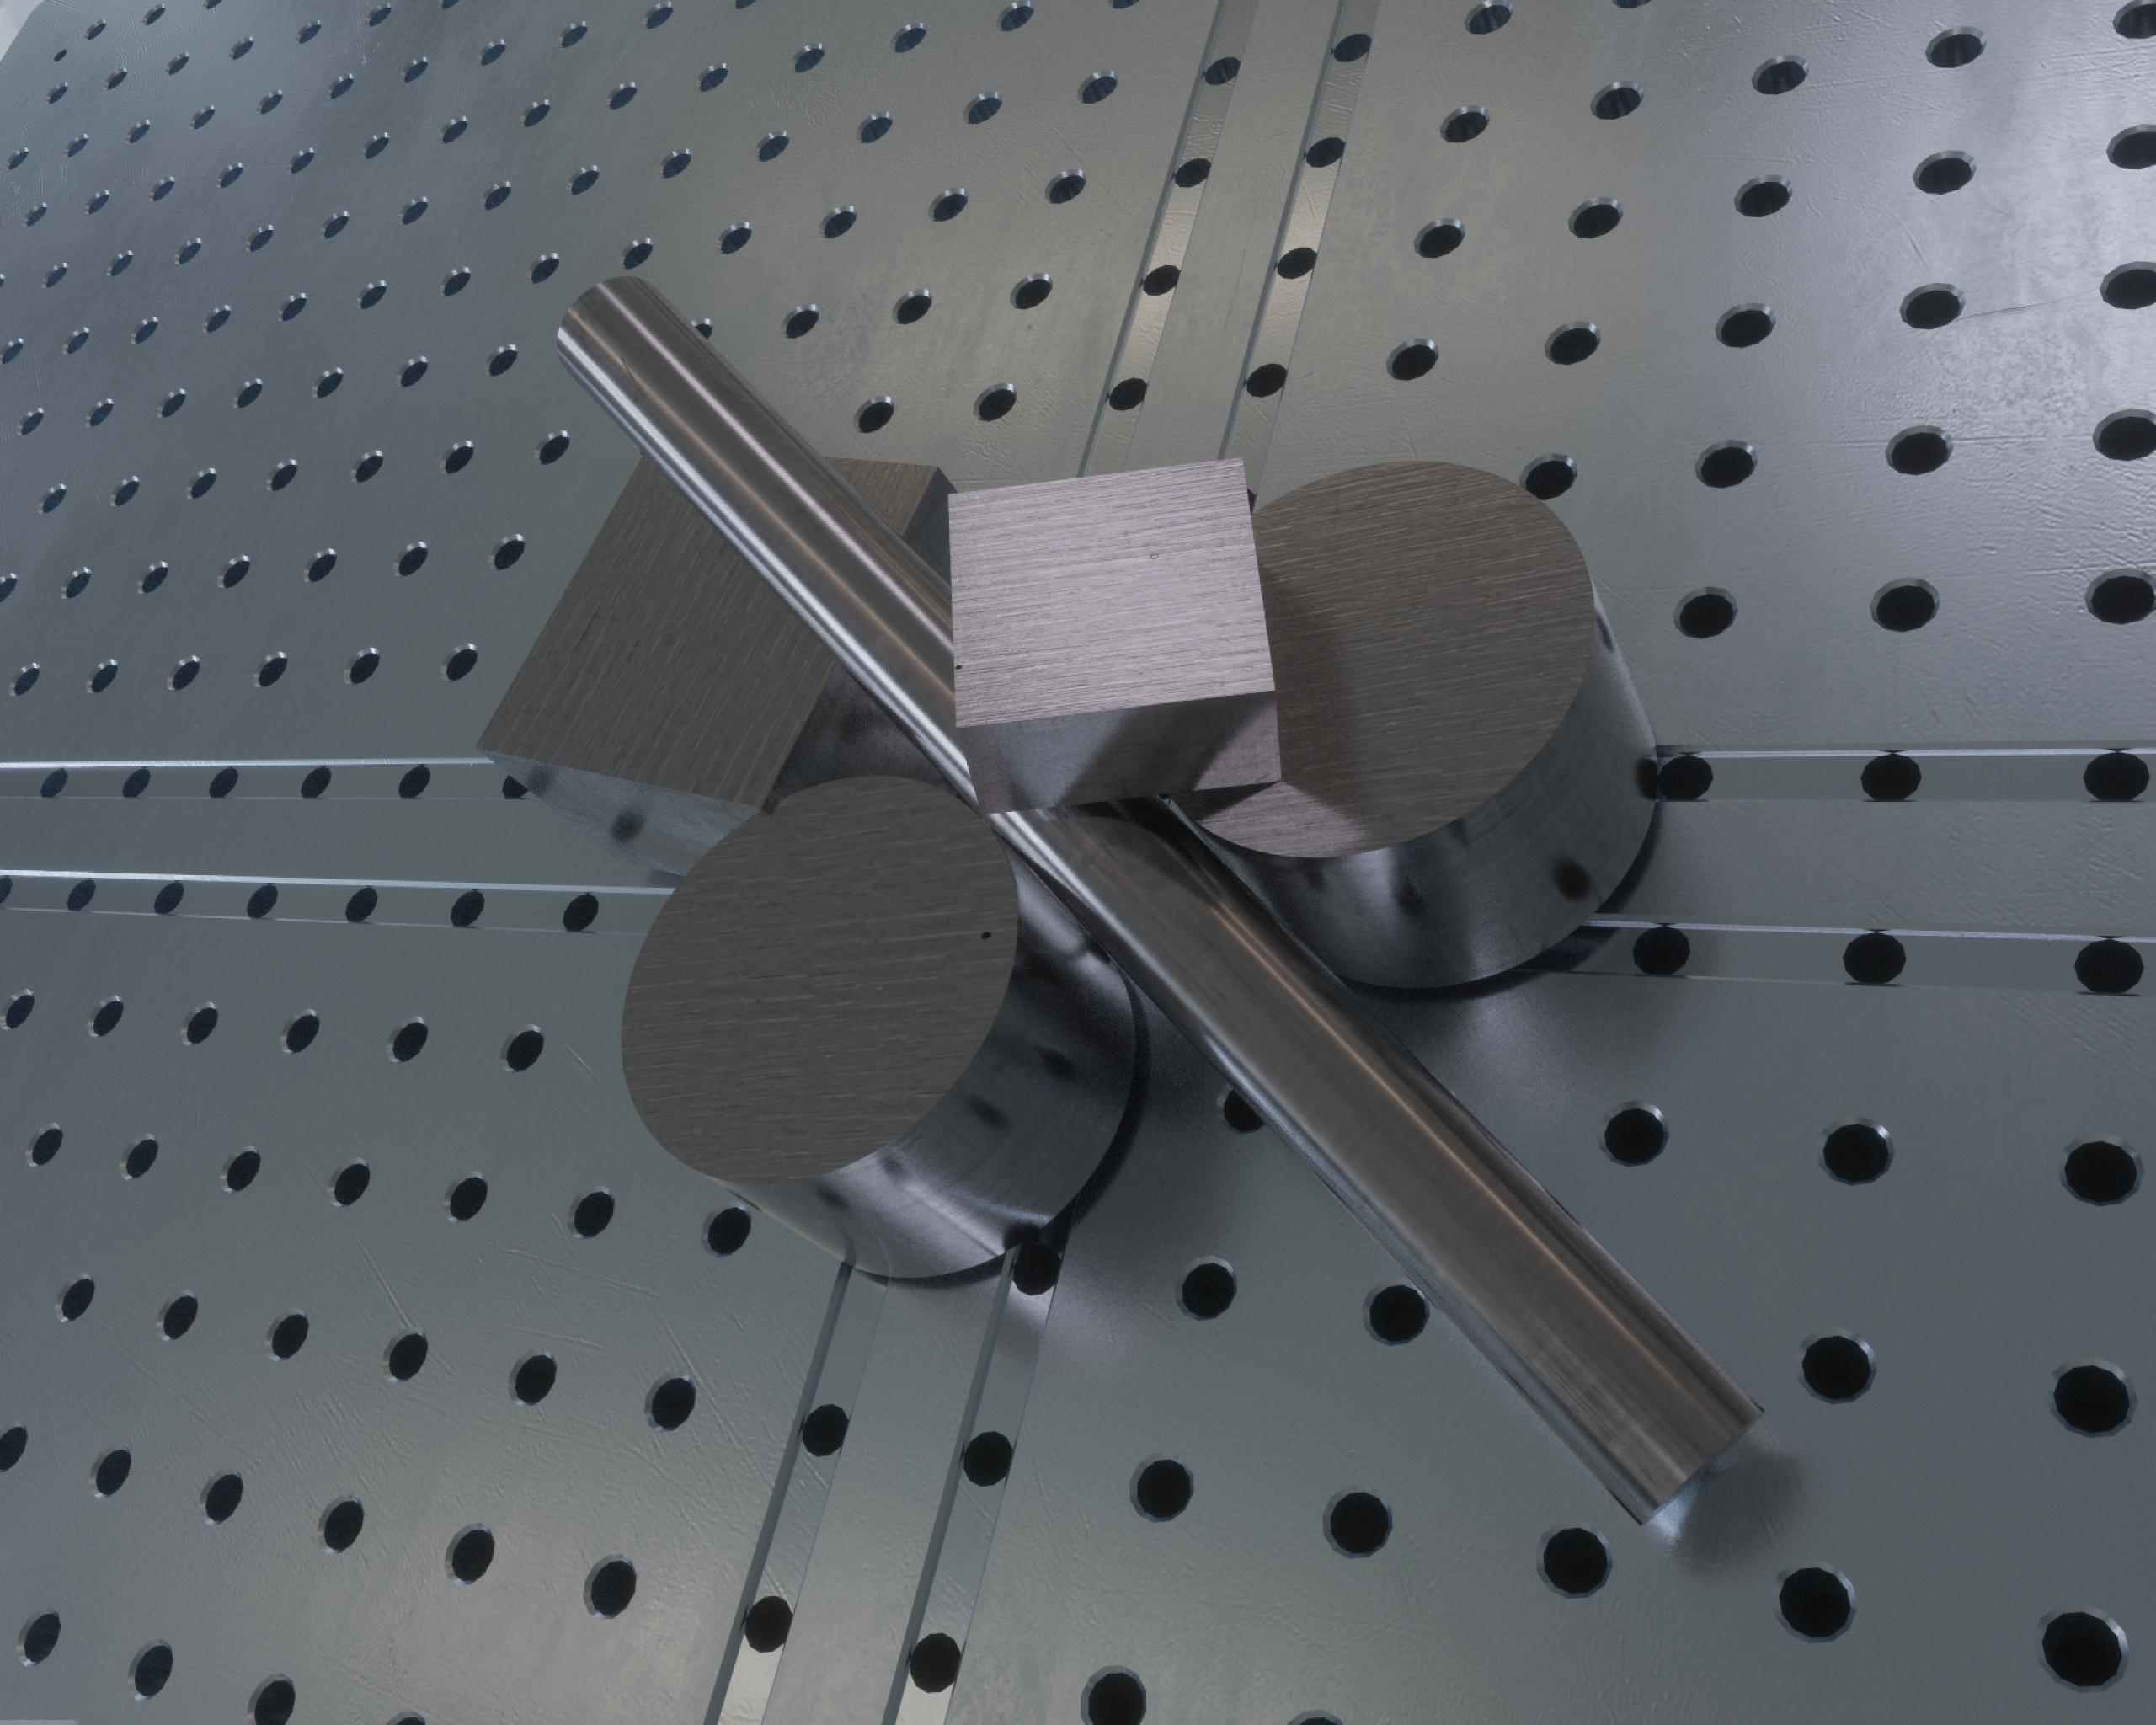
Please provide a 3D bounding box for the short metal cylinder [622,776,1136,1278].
[{"bbox_3d":[-0.036,0.031,0.388,0.080,0.050,0.080,-13,56,21],"label":"short metal cylinder"}]

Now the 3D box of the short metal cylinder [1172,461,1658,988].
[{"bbox_3d":[0.058,-0.024,0.372,0.080,0.050,0.080,-13,56,21],"label":"short metal cylinder"}]

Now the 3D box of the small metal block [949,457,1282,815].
[{"bbox_3d":[0.006,-0.038,0.351,0.050,0.025,0.050,-7,57,4],"label":"small metal block"}]

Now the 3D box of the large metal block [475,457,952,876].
[{"bbox_3d":[-0.066,-0.040,0.444,0.080,0.050,0.080,12,68,33],"label":"large metal block"}]

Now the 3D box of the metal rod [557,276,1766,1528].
[{"bbox_3d":[-0.002,-0.011,0.366,0.025,0.025,0.300,-43,65,-1],"label":"metal rod"}]
